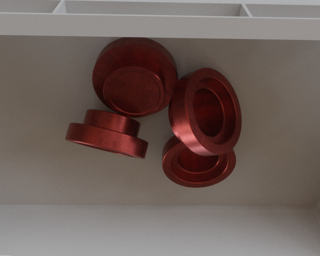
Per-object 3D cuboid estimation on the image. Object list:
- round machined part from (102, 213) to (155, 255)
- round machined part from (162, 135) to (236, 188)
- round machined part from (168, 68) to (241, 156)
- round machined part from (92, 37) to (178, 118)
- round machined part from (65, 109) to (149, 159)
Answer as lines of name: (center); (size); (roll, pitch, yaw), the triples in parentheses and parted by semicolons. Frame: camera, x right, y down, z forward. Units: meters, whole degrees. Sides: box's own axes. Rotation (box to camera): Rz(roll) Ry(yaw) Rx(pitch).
round machined part: (-0.058, 0.203, 0.573); (0.099, 0.042, 0.097); (-1, 130, 0)
round machined part: (0.052, 0.036, 0.429); (0.099, 0.042, 0.097); (-1, 130, 0)
round machined part: (0.048, -0.016, 0.356); (0.042, 0.098, 0.098); (-14, 135, 47)
round machined part: (-0.028, -0.050, 0.355); (0.099, 0.042, 0.097); (0, 130, 0)
round machined part: (-0.061, 0.007, 0.381); (0.099, 0.042, 0.098); (13, 172, 2)
